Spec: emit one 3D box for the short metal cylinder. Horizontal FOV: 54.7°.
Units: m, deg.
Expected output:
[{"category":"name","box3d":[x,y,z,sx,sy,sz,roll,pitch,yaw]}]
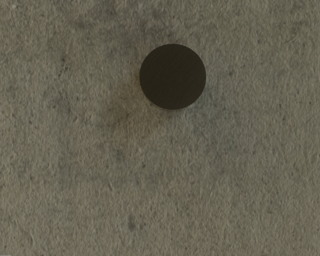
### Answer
[{"category":"short metal cylinder","box3d":[0.015,-0.062,0.398,0.081,0.050,0.079,0,90,-1]}]
